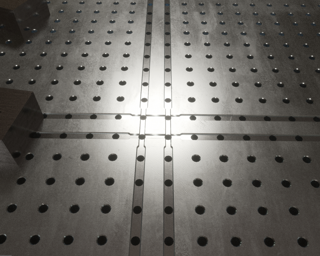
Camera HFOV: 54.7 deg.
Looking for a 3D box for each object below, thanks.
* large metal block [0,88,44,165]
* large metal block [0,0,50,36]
[{"bbox_3d":[-0.209,-0.006,0.394,0.080,0.050,0.080,8,50,6],"label":"large metal block"},{"bbox_3d":[-0.269,-0.224,0.576,0.080,0.050,0.080,20,53,15],"label":"large metal block"}]
